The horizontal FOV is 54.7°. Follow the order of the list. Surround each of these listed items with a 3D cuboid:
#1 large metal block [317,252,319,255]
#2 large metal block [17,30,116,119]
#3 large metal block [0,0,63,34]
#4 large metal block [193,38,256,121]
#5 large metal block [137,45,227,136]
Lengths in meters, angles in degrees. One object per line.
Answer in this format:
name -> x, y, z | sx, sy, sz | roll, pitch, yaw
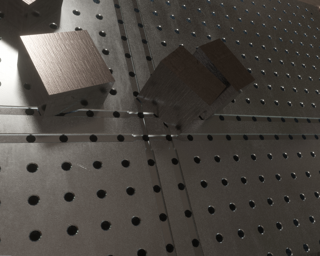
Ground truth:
large metal block -> 0.261, 0.212, 0.406 | 0.080, 0.050, 0.080 | 25, 53, -14
large metal block -> -0.114, -0.067, 0.372 | 0.081, 0.050, 0.080 | -20, 72, -36
large metal block -> -0.183, -0.184, 0.406 | 0.080, 0.050, 0.080 | 35, 51, -6
large metal block -> 0.077, -0.071, 0.460 | 0.050, 0.080, 0.080 | -31, 79, -38
large metal block -> 0.027, -0.049, 0.419 | 0.080, 0.080, 0.050 | 43, 51, 1
